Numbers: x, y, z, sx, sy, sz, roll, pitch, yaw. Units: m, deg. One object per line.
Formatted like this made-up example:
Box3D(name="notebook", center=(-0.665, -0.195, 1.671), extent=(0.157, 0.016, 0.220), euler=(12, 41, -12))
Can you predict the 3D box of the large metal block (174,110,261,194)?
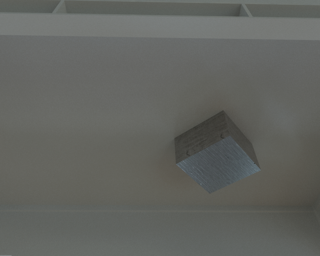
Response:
Box3D(name="large metal block", center=(0.077, 0.035, 0.424), extent=(0.080, 0.050, 0.080), euler=(-31, 124, 23))
